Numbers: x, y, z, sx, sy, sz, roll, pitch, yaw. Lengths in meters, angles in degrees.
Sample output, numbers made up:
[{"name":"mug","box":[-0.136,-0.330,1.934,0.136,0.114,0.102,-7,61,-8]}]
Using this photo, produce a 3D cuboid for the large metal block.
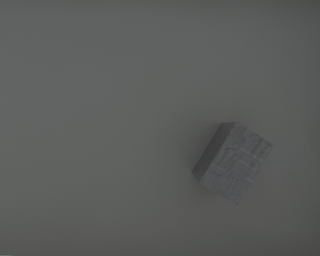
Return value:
[{"name":"large metal block","box":[0.086,0.040,0.385,0.050,0.080,0.080,31,90,-1]}]
